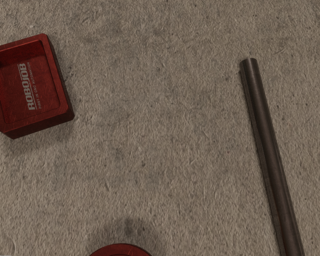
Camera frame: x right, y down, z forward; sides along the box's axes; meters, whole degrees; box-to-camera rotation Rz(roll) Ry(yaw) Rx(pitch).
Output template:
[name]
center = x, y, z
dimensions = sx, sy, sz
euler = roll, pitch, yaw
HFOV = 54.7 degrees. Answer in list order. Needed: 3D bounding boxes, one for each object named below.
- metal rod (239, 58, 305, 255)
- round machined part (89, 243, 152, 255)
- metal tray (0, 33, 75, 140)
[metal rod]
center = 0.142, 0.046, 0.392
dimensions = 0.025, 0.025, 0.299
euler = -6, 70, -2
[round machined part]
center = -0.043, 0.176, 0.334
dimensions = 0.099, 0.042, 0.098
euler = 0, 70, -1
[metal tray]
center = -0.180, -0.059, 0.424
dimensions = 0.091, 0.030, 0.130
euler = -19, 71, -8
